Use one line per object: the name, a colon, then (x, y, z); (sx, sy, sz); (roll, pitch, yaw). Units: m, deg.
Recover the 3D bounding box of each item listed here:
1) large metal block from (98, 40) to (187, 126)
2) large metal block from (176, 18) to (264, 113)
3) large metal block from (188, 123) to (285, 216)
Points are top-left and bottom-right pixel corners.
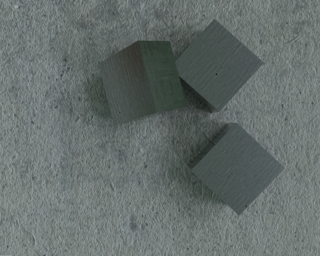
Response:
large metal block: (-0.023, -0.053, 0.376); (0.050, 0.080, 0.080); (-15, 90, -44)
large metal block: (0.069, -0.076, 0.398); (0.080, 0.050, 0.080); (42, 90, 0)
large metal block: (0.094, 0.050, 0.398); (0.080, 0.050, 0.080); (43, 90, 0)
